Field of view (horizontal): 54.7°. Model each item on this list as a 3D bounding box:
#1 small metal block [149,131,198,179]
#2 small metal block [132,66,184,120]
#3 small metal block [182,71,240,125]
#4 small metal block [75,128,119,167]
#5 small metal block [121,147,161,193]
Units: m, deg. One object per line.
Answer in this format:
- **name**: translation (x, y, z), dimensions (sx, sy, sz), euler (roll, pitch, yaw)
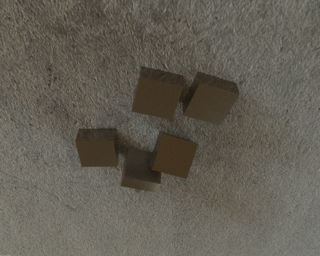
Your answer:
- **small metal block**: translation (0.018, 0.037, 0.423), dimensions (0.050, 0.025, 0.050), euler (17, 94, -15)
- **small metal block**: translation (-0.004, -0.041, 0.372), dimensions (0.050, 0.025, 0.050), euler (11, 129, -9)
- **small metal block**: translation (0.061, -0.035, 0.378), dimensions (0.050, 0.025, 0.050), euler (14, 129, -12)
- **small metal block**: translation (-0.085, 0.028, 0.430), dimensions (0.050, 0.025, 0.050), euler (-1, 130, 0)
- **small metal block**: translation (-0.026, 0.059, 0.439), dimensions (0.050, 0.050, 0.025), euler (13, 138, -11)
